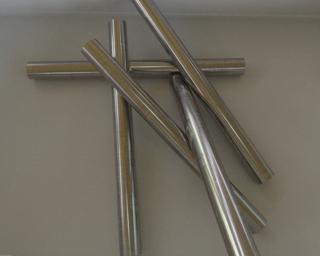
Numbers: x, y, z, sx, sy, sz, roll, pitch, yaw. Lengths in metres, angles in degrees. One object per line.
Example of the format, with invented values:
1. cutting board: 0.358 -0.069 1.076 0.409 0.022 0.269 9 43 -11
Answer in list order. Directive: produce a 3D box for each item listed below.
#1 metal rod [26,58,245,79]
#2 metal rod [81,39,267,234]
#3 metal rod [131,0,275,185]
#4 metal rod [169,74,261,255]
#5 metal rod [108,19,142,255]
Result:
1. metal rod: -0.032 -0.084 0.440 0.302 0.025 0.025 -1 70 -1
2. metal rod: 0.015 0.008 0.376 0.025 0.025 0.300 -43 87 -14
3. metal rod: 0.052 -0.059 0.410 0.025 0.025 0.299 -32 81 -11
4. metal rod: 0.052 0.037 0.330 0.025 0.025 0.300 -11 45 -4
5. metal rod: -0.046 0.001 0.392 0.025 0.025 0.299 -4 76 -2
